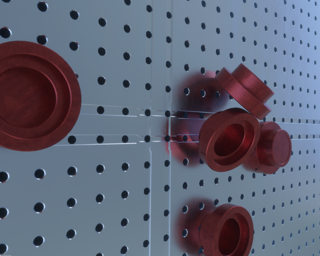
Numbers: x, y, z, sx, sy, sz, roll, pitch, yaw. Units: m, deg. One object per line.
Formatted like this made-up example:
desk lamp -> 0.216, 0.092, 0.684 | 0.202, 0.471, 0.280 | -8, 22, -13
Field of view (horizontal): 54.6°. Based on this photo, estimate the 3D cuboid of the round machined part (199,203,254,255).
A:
round machined part -> 0.099, 0.166, 0.480 | 0.099, 0.042, 0.097 | 0, 90, -40

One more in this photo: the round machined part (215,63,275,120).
round machined part -> 0.134, -0.061, 0.471 | 0.098, 0.098, 0.042 | 28, 114, -36

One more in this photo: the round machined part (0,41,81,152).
round machined part -> -0.128, -0.028, 0.290 | 0.099, 0.042, 0.097 | 0, 90, -40

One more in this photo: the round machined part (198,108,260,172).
round machined part -> 0.097, 0.014, 0.461 | 0.099, 0.042, 0.097 | -16, 125, -24

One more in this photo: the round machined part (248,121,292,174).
round machined part -> 0.205, 0.036, 0.569 | 0.099, 0.042, 0.097 | 0, 90, -40
